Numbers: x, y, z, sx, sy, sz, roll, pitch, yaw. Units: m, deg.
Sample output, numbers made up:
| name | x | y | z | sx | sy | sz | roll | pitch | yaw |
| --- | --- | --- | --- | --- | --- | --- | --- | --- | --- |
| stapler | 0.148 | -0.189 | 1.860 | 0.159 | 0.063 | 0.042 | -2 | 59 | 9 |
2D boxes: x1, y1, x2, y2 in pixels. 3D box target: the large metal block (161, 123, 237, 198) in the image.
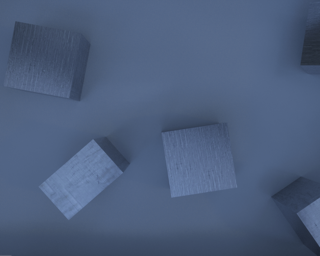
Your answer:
| name | x | y | z | sx | sy | sz | roll | pitch | yaw |
| --- | --- | --- | --- | --- | --- | --- | --- | --- | --- |
| large metal block | 0.048 | 0.039 | 0.399 | 0.080 | 0.050 | 0.080 | -9 | 90 | 0 |

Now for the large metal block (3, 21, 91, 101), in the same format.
| name | x | y | z | sx | sy | sz | roll | pitch | yaw |
| --- | --- | --- | --- | --- | --- | --- | --- | --- | --- |
| large metal block | -0.142 | -0.082 | 0.398 | 0.080 | 0.050 | 0.080 | 10 | 90 | 0 |

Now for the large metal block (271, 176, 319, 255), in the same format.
| name | x | y | z | sx | sy | sz | roll | pitch | yaw |
| --- | --- | --- | --- | --- | --- | --- | --- | --- | --- |
| large metal block | 0.196 | 0.114 | 0.385 | 0.050 | 0.080 | 0.080 | -35 | 90 | 0 |

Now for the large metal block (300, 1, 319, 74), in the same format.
| name | x | y | z | sx | sy | sz | roll | pitch | yaw |
| --- | --- | --- | --- | --- | --- | --- | --- | --- | --- |
| large metal block | 0.227 | -0.110 | 0.381 | 0.080 | 0.050 | 0.080 | 9 | 90 | 37 |

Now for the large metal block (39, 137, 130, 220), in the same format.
| name | x | y | z | sx | sy | sz | roll | pitch | yaw |
| --- | --- | --- | --- | --- | --- | --- | --- | --- | --- |
| large metal block | -0.088 | 0.057 | 0.383 | 0.080 | 0.080 | 0.050 | -41 | 90 | 0 |
